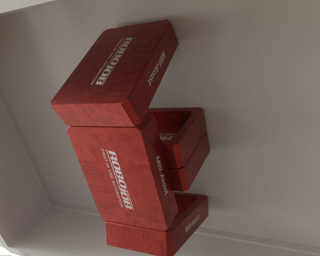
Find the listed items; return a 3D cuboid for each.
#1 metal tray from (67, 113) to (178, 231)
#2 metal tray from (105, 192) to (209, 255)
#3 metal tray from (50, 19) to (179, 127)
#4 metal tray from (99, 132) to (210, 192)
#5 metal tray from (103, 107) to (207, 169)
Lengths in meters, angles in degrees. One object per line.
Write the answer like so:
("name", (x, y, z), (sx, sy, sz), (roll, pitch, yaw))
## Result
("metal tray", (-0.038, 0.048, 0.336), (0.090, 0.030, 0.129), (0, 119, 27))
("metal tray", (0.001, 0.119, 0.410), (0.090, 0.131, 0.030), (0, 97, 27))
("metal tray", (-0.043, -0.060, 0.324), (0.090, 0.130, 0.030), (1, 139, 27))
("metal tray", (-0.012, 0.035, 0.394), (0.130, 0.090, 0.030), (1, 119, 27))
("metal tray", (-0.019, 0.008, 0.380), (0.130, 0.090, 0.030), (1, 119, 27))
